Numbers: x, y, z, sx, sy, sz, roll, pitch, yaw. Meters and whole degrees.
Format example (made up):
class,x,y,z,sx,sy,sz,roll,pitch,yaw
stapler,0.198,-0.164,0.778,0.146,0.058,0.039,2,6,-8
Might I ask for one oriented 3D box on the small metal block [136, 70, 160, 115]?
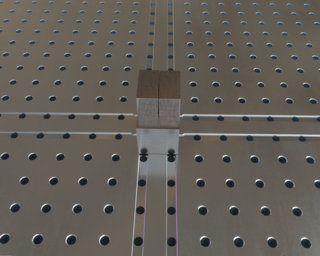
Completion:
class,x,y,z,sx,sy,sz,roll,pitch,yaw
small metal block,-0.014,-0.037,0.390,0.025,0.050,0.050,2,50,1

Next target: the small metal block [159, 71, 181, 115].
class,x,y,z,sx,sy,sz,roll,pitch,yaw
small metal block,0.012,-0.037,0.390,0.025,0.050,0.050,1,50,2

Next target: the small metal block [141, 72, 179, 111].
class,x,y,z,sx,sy,sz,roll,pitch,yaw
small metal block,0.000,-0.050,0.433,0.050,0.050,0.025,1,50,1

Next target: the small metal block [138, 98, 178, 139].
class,x,y,z,sx,sy,sz,roll,pitch,yaw
small metal block,-0.001,-0.013,0.418,0.050,0.025,0.050,1,50,2

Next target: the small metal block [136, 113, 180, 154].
class,x,y,z,sx,sy,sz,roll,pitch,yaw
small metal block,-0.002,0.008,0.385,0.050,0.050,0.025,1,50,1
